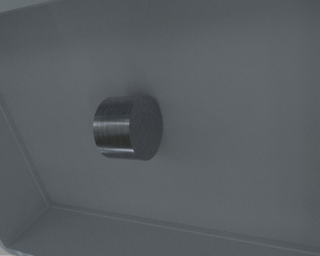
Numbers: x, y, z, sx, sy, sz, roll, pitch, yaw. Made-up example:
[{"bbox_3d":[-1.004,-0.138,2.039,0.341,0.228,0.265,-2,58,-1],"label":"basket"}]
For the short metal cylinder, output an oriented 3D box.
[{"bbox_3d":[-0.038,0.000,0.388,0.050,0.080,0.080,0,119,28],"label":"short metal cylinder"}]
